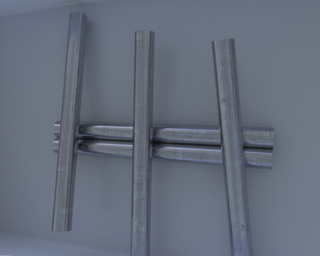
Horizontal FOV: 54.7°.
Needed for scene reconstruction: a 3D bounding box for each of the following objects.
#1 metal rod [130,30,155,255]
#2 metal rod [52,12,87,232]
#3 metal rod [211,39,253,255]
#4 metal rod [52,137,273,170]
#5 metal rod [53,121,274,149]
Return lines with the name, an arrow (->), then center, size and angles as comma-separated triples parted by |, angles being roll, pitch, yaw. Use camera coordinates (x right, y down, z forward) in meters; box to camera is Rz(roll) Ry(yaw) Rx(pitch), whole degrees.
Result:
metal rod -> -0.022, 0.030, 0.390 | 0.025, 0.025, 0.298 | 2, 91, 19
metal rod -> -0.123, -0.014, 0.426 | 0.025, 0.025, 0.298 | -1, 81, 19
metal rod -> 0.086, 0.052, 0.355 | 0.025, 0.025, 0.298 | -4, 97, 19
metal rod -> -0.010, 0.031, 0.412 | 0.301, 0.025, 0.025 | 2, 91, 19
metal rod -> -0.009, 0.007, 0.412 | 0.301, 0.025, 0.025 | 2, 91, 19
